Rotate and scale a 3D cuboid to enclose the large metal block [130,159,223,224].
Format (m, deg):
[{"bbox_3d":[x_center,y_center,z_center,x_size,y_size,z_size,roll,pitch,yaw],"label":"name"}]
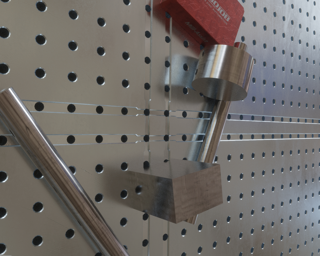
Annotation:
[{"bbox_3d":[0.020,0.074,0.391,0.081,0.080,0.050,-9,96,-40],"label":"large metal block"}]

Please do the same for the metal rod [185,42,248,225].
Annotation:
[{"bbox_3d":[0.087,-0.002,0.481,0.025,0.025,0.299,31,71,-36],"label":"metal rod"}]

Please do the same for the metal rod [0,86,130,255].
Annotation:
[{"bbox_3d":[-0.083,0.091,0.339,0.025,0.025,0.299,-42,116,-32],"label":"metal rod"}]

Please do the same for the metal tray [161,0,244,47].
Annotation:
[{"bbox_3d":[0.069,-0.180,0.463,0.130,0.030,0.090,32,70,-36],"label":"metal tray"}]

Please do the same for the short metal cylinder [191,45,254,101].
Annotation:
[{"bbox_3d":[0.091,-0.078,0.450,0.080,0.080,0.050,25,74,-37],"label":"short metal cylinder"}]
